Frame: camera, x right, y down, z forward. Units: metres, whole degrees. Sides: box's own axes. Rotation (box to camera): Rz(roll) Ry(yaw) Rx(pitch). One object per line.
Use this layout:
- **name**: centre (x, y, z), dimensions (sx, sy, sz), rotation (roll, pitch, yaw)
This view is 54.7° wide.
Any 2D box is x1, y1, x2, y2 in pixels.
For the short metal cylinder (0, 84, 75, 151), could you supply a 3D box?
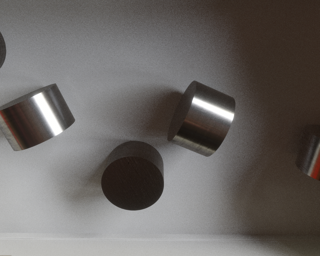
- **short metal cylinder**: centre (-0.152, -0.014, 0.375), dimensions (0.080, 0.080, 0.050), rotation (-21, 109, 7)

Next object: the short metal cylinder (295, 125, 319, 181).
- **short metal cylinder**: centre (0.222, 0.034, 0.396), dimensions (0.081, 0.080, 0.050), rotation (8, 110, -3)

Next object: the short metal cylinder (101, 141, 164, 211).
- **short metal cylinder**: centre (-0.035, 0.064, 0.421), dimensions (0.081, 0.050, 0.079), rotation (0, 110, 0)

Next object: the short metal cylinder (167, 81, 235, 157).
- **short metal cylinder**: centre (0.049, -0.011, 0.378), dimensions (0.050, 0.080, 0.080), rotation (23, 109, -8)

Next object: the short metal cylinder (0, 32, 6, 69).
- **short metal cylinder**: centre (-0.232, -0.094, 0.361), dimensions (0.081, 0.050, 0.079), rotation (0, 110, 0)
